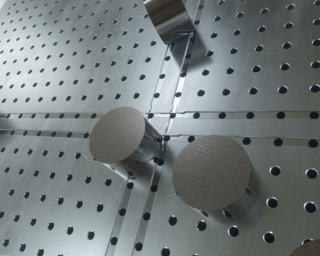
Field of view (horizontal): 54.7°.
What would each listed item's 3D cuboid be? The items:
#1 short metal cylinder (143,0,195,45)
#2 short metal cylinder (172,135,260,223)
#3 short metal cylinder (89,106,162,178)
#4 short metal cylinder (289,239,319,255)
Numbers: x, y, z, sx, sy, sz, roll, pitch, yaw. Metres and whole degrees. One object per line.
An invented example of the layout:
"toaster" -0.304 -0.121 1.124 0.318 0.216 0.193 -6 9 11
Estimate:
"short metal cylinder" 0.015 -0.175 0.472 0.050 0.080 0.080 -24 53 14
"short metal cylinder" 0.060 0.054 0.328 0.080 0.050 0.080 -13 56 21
"short metal cylinder" -0.044 0.019 0.404 0.080 0.050 0.080 -13 56 21
"short metal cylinder" 0.138 0.132 0.239 0.080 0.050 0.080 -13 56 21
